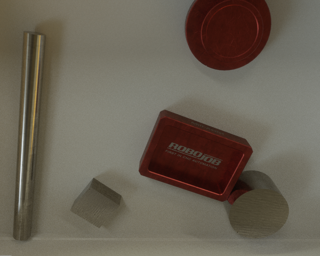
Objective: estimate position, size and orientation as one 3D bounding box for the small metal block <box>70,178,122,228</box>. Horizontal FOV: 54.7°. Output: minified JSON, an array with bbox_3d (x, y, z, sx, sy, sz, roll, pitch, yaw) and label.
[{"bbox_3d":[-0.092,0.109,0.450,0.050,0.025,0.050,36,106,-13],"label":"small metal block"}]

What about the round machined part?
[{"bbox_3d":[0.079,-0.114,0.357,0.099,0.042,0.097,0,116,0],"label":"round machined part"}]

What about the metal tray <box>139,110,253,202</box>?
[{"bbox_3d":[0.047,0.039,0.423,0.131,0.030,0.089,20,109,-8],"label":"metal tray"}]

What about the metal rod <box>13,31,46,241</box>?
[{"bbox_3d":[-0.178,0.024,0.417,0.025,0.025,0.298,11,110,-5],"label":"metal rod"}]

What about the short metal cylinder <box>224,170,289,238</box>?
[{"bbox_3d":[0.133,0.107,0.440,0.081,0.050,0.079,0,110,-1],"label":"short metal cylinder"}]
